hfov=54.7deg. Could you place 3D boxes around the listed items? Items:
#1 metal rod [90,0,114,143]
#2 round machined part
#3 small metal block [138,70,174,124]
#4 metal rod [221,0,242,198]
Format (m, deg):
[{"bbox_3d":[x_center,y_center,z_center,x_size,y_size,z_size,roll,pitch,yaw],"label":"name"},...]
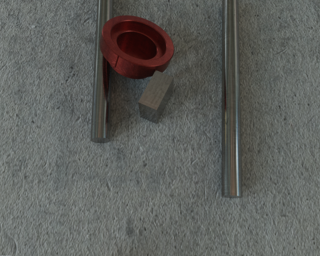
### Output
[{"bbox_3d":[-0.082,-0.124,0.452,0.025,0.025,0.299,-2,70,-1],"label":"metal rod"},{"bbox_3d":[-0.034,-0.106,0.425,0.099,0.042,0.098,12,52,-15],"label":"round machined part"},{"bbox_3d":[-0.005,-0.040,0.409,0.025,0.050,0.050,24,72,8],"label":"small metal block"},{"bbox_3d":[0.098,-0.056,0.429,0.025,0.025,0.299,4,70,1],"label":"metal rod"}]
